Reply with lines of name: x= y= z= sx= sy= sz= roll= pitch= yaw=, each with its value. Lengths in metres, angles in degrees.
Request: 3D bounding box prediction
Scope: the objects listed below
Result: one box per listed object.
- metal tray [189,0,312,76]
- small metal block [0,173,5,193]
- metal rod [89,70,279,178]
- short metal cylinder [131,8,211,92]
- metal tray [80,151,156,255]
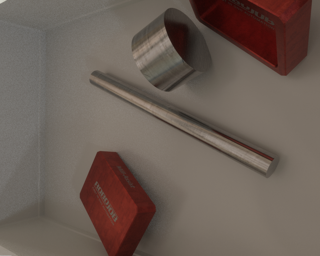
metal tray: x=0.078 y=-0.114 z=0.296 sx=0.030 sy=0.090 sz=0.130 roll=-45 pitch=60 yaw=1
small metal block: x=-0.395 y=0.134 z=0.714 sx=0.025 sy=0.050 sz=0.050 roll=46 pitch=117 yaw=30
metal rod: x=0.007 y=-0.019 z=0.399 sx=0.300 sy=0.025 sz=0.025 roll=29 pitch=108 yaw=36
short metal cylinder: x=0.014 y=-0.089 z=0.358 sx=0.050 sy=0.081 sz=0.080 roll=-27 pitch=73 yaw=36
metal tray: x=-0.065 y=0.104 z=0.438 sx=0.130 sy=0.030 sz=0.089 roll=45 pitch=117 yaw=44
